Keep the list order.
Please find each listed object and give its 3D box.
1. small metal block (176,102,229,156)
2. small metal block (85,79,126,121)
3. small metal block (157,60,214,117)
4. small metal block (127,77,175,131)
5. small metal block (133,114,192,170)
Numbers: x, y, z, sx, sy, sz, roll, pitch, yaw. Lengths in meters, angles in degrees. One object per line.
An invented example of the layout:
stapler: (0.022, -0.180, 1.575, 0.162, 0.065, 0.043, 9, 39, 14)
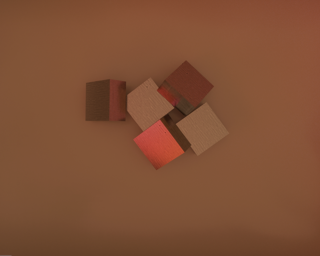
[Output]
small metal block: (0.054, 0.001, 0.410, 0.050, 0.025, 0.050, -36, 90, 0)
small metal block: (-0.070, -0.034, 0.395, 0.050, 0.025, 0.050, 0, 90, 43)
small metal block: (0.033, -0.051, 0.399, 0.050, 0.025, 0.050, 43, 55, -1)
small metal block: (-0.017, -0.030, 0.409, 0.050, 0.025, 0.050, -38, 91, 0)
small metal block: (0.003, 0.018, 0.398, 0.050, 0.025, 0.050, -36, 90, 31)
